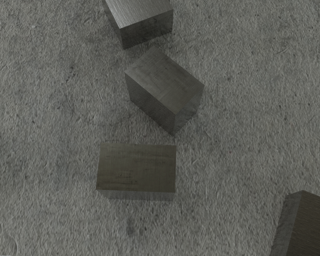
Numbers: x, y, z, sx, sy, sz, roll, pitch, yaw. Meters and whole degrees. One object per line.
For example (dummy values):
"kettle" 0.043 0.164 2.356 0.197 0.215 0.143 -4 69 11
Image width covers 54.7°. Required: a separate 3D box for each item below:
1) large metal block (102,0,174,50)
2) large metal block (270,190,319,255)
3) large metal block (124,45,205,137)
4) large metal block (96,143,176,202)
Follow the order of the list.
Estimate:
"large metal block" -0.034 -0.175 0.458 0.080 0.050 0.080 -23 72 -8
"large metal block" 0.181 0.126 0.350 0.080 0.050 0.080 21 71 7
"large metal block" 0.005 -0.044 0.395 0.080 0.080 0.050 41 75 13
"large metal block" -0.024 0.054 0.359 0.080 0.080 0.050 2 70 1
